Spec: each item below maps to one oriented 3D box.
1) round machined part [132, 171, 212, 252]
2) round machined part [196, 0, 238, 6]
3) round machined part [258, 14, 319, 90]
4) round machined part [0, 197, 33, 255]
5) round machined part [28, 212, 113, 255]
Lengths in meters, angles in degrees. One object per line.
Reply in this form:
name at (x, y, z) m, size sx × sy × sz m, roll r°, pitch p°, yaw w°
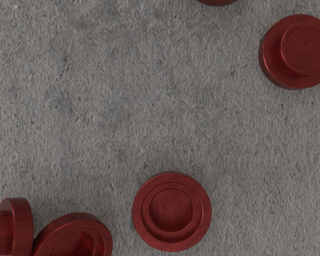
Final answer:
round machined part at (0.015, 0.104, 0.401) m, size 0.099 × 0.042 × 0.097 m, roll 0°, pitch 90°, yaw 0°
round machined part at (0.074, -0.206, 0.402) m, size 0.099 × 0.042 × 0.097 m, roll 0°, pitch 90°, yaw 0°
round machined part at (0.183, -0.100, 0.403) m, size 0.099 × 0.042 × 0.097 m, roll 0°, pitch 90°, yaw 0°
round machined part at (-0.190, 0.133, 0.370) m, size 0.042 × 0.098 × 0.097 m, roll 10°, pitch 90°, yaw -39°
round machined part at (-0.112, 0.150, 0.385) m, size 0.099 × 0.042 × 0.097 m, roll -11°, pitch 109°, yaw -33°
